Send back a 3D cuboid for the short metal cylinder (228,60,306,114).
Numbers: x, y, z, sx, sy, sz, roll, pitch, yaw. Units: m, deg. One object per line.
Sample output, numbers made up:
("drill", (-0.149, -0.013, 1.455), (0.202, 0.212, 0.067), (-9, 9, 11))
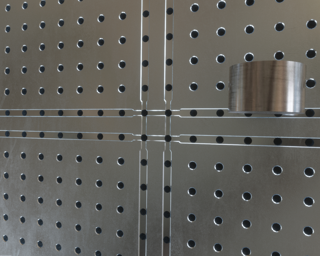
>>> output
("short metal cylinder", (0.117, -0.042, 0.342), (0.080, 0.080, 0.050), (2, 91, 19))
